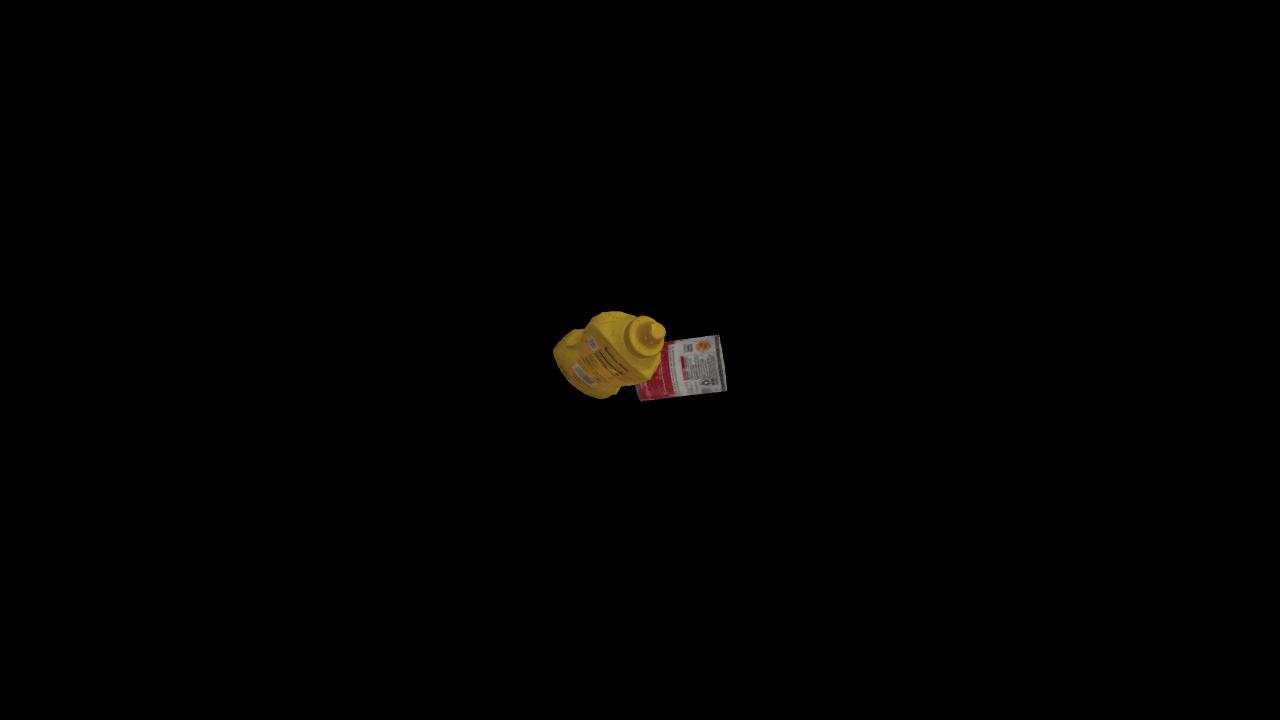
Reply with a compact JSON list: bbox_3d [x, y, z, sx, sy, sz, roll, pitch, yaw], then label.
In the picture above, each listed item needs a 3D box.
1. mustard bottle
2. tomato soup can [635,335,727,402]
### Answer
[{"bbox_3d":[-0.026,-0.009,0.672,0.054,0.092,0.184,-45,11,-30],"label":"mustard bottle"},{"bbox_3d":[0.047,0.009,0.713,0.101,0.068,0.068,-8,-1,10],"label":"tomato soup can"}]
